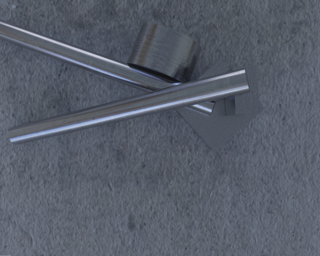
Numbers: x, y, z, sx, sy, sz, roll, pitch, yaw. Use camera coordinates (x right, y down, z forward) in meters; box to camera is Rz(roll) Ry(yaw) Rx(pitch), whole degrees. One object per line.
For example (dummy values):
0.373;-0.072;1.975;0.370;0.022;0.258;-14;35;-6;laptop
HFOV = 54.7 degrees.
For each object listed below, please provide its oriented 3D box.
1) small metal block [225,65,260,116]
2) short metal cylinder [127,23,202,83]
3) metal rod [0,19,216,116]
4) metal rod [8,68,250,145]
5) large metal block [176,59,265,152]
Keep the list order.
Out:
0.090;-0.040;0.347;0.025;0.050;0.050;-4;90;0;small metal block
0.005;-0.087;0.385;0.080;0.080;0.050;21;90;-1;short metal cylinder
-0.076;-0.079;0.381;0.301;0.025;0.025;21;90;11;metal rod
-0.052;-0.019;0.357;0.301;0.025;0.025;-12;90;20;metal rod
0.070;-0.028;0.398;0.080;0.050;0.080;-41;90;1;large metal block
